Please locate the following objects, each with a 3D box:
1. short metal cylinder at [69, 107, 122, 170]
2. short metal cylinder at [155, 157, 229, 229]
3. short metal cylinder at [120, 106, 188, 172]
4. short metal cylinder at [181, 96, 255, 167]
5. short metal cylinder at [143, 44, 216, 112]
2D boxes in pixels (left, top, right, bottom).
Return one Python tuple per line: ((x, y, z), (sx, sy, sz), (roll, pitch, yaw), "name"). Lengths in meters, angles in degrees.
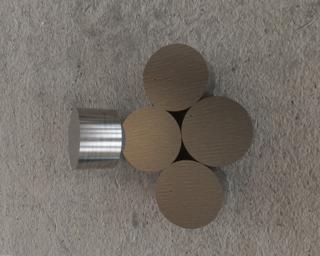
((-0.087, 0.014, 0.406), (0.080, 0.050, 0.080), (-6, 83, 64), "short metal cylinder")
((0.041, 0.077, 0.382), (0.080, 0.050, 0.080), (0, 90, 20), "short metal cylinder")
((-0.004, 0.013, 0.398), (0.080, 0.050, 0.080), (0, 90, 20), "short metal cylinder")
((0.071, 0.004, 0.372), (0.080, 0.050, 0.080), (0, 90, 20), "short metal cylinder")
((0.026, -0.060, 0.388), (0.080, 0.050, 0.080), (0, 90, 20), "short metal cylinder")
